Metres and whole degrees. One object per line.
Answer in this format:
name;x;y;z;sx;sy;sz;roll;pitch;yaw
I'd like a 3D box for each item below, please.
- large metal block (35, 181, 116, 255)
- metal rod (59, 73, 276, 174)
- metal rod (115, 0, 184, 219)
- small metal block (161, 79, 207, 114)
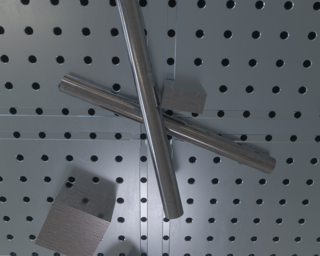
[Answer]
large metal block;-0.121;0.136;0.449;0.080;0.050;0.080;25;108;-9
metal rod;0.016;-0.002;0.412;0.302;0.025;0.025;22;109;-8
metal rod;-0.013;-0.030;0.378;0.025;0.025;0.298;-12;101;4
small metal block;0.028;-0.040;0.386;0.050;0.050;0.025;9;110;-4
